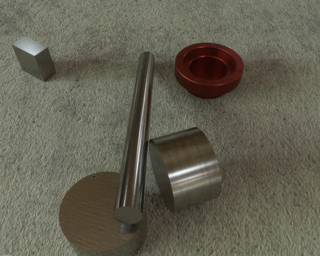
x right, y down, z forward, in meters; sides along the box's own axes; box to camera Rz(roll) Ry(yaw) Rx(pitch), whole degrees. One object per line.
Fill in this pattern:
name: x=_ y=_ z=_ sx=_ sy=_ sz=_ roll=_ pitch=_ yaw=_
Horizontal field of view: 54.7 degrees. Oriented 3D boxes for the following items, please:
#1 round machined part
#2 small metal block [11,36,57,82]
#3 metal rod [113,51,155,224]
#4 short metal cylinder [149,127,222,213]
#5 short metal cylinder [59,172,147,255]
round machined part: x=0.071 y=-0.081 z=0.460 sx=0.099 sy=0.042 sz=0.098 roll=0 pitch=50 yaw=0
small metal block: x=-0.192 y=-0.105 z=0.474 sx=0.050 sy=0.050 sz=0.025 roll=27 pitch=55 yaw=21
metal rod: x=-0.024 y=-0.019 z=0.380 sx=0.025 sy=0.025 sz=0.300 roll=1 pitch=38 yaw=1
short metal cylinder: x=0.024 y=0.044 z=0.331 sx=0.050 sy=0.080 sz=0.080 roll=-15 pitch=52 yaw=-13
short metal cylinder: x=-0.054 y=0.091 z=0.310 sx=0.081 sy=0.050 sz=0.080 roll=0 pitch=50 yaw=0
